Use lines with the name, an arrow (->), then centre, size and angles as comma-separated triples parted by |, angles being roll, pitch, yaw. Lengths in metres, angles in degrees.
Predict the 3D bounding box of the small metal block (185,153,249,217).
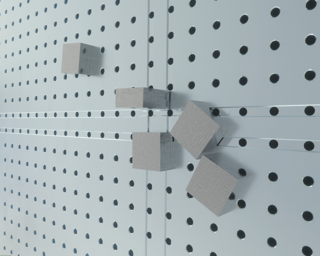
small metal block -> 0.064, 0.064, 0.357 | 0.050, 0.025, 0.050 | 36, 112, 34

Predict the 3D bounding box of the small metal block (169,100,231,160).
small metal block -> 0.047, 0.002, 0.372 | 0.050, 0.025, 0.050 | 46, 117, 30

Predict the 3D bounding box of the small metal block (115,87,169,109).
small metal block -> -0.023, -0.039, 0.414 | 0.050, 0.050, 0.025 | 3, 92, 40

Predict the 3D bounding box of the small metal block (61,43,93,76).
small metal block -> -0.142, -0.117, 0.528 | 0.050, 0.025, 0.050 | 10, 96, 39

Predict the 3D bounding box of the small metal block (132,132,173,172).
small metal block -> -0.011, 0.031, 0.419 | 0.050, 0.025, 0.050 | 0, 90, 40
